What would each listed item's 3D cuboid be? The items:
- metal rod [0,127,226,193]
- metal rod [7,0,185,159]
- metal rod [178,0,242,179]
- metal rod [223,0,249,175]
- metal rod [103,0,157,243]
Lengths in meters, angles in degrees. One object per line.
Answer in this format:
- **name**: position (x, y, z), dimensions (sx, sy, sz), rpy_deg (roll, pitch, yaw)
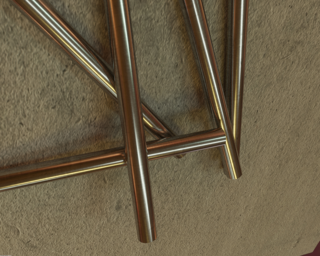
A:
- **metal rod**: position (-0.061, 0.038, 0.374), dimensions (0.302, 0.025, 0.025), rpy_deg (-10, 123, -15)
- **metal rod**: position (-0.053, -0.049, 0.347), dimensions (0.025, 0.025, 0.300), rpy_deg (-44, 129, 2)
- **metal rod**: position (0.070, -0.045, 0.401), dimensions (0.025, 0.025, 0.299), rpy_deg (-28, 124, -10)
- **metal rod**: position (0.104, -0.050, 0.432), dimensions (0.025, 0.025, 0.298), rpy_deg (-19, 126, -17)
- **metal rod**: position (-0.030, -0.003, 0.343), dimensions (0.025, 0.025, 0.298), rpy_deg (-13, 110, -21)
